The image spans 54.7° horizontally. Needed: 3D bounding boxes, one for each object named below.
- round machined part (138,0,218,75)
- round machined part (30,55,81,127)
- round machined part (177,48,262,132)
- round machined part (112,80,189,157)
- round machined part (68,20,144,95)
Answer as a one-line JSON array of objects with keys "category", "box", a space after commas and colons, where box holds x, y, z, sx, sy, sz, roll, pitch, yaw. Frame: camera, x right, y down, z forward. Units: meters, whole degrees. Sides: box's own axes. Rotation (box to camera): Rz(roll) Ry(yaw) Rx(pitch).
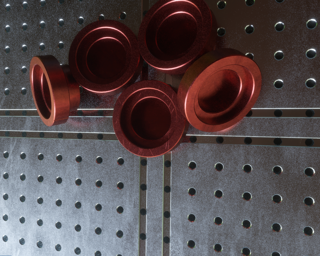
[{"category": "round machined part", "box": [0.025, -0.113, 0.387, 0.098, 0.042, 0.097, -5, 78, 27]}, {"category": "round machined part", "box": [-0.146, -0.054, 0.437, 0.098, 0.042, 0.097, 24, 121, 48]}, {"category": "round machined part", "box": [0.064, -0.047, 0.361, 0.098, 0.098, 0.042, -50, 40, 13]}, {"category": "round machined part", "box": [-0.009, -0.012, 0.406, 0.098, 0.042, 0.097, 0, 90, 19]}, {"category": "round machined part", "box": [-0.070, -0.092, 0.421, 0.098, 0.042, 0.097, -1, 85, 11]}]
